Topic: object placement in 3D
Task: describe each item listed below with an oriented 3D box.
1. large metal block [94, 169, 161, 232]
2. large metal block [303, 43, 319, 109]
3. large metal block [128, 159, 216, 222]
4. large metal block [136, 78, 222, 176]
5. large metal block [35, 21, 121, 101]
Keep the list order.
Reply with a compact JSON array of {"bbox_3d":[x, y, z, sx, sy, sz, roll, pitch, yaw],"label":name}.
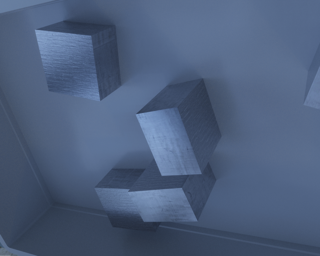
[{"bbox_3d":[-0.043,0.111,0.484,0.080,0.050,0.080,-4,117,30],"label":"large metal block"},{"bbox_3d":[0.171,-0.045,0.255,0.080,0.080,0.050,19,126,17],"label":"large metal block"},{"bbox_3d":[0.019,0.077,0.411,0.080,0.080,0.050,-12,112,33],"label":"large metal block"},{"bbox_3d":[0.026,-0.002,0.358,0.050,0.080,0.080,-8,114,32],"label":"large metal block"},{"bbox_3d":[-0.100,-0.086,0.392,0.080,0.050,0.079,12,124,21],"label":"large metal block"}]
